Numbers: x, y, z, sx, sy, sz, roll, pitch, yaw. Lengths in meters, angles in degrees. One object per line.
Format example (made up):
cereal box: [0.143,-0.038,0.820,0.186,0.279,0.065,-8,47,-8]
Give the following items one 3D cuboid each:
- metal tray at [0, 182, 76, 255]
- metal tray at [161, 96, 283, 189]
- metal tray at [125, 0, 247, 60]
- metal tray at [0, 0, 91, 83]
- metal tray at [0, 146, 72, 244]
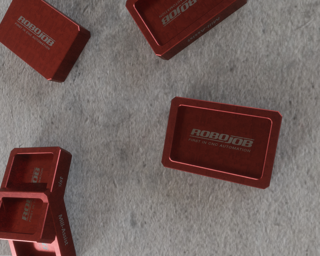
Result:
metal tray: [-0.178,0.145,0.450,0.090,0.030,0.129,-3,104,19]
metal tray: [0.073,0.015,0.379,0.130,0.030,0.089,10,93,19]
metal tray: [0.032,-0.160,0.394,0.130,0.030,0.090,-34,80,16]
metal tray: [-0.179,-0.140,0.468,0.130,0.030,0.090,37,101,15]
metal tray: [-0.184,0.093,0.443,0.090,0.030,0.130,-3,66,19]
